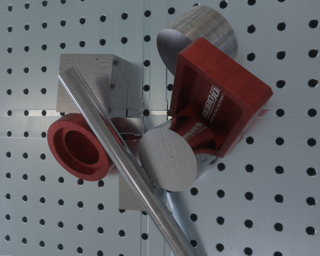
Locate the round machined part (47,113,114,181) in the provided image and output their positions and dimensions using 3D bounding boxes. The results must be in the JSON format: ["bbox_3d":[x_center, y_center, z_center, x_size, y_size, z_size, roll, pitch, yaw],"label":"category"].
[{"bbox_3d":[-0.101,0.022,0.424,0.098,0.042,0.097,14,126,20],"label":"round machined part"}]

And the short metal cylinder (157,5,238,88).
[{"bbox_3d":[0.042,-0.093,0.361,0.080,0.080,0.050,42,70,15],"label":"short metal cylinder"}]

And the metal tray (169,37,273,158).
[{"bbox_3d":[0.057,-0.026,0.339,0.090,0.130,0.030,41,70,15],"label":"metal tray"}]

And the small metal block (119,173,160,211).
[{"bbox_3d":[-0.028,0.085,0.422,0.050,0.025,0.050,-1,90,20],"label":"small metal block"}]

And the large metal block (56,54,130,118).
[{"bbox_3d":[-0.092,-0.058,0.431,0.080,0.050,0.079,5,91,20],"label":"large metal block"}]

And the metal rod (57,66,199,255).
[{"bbox_3d":[-0.031,0.060,0.381,0.025,0.025,0.299,-30,96,17],"label":"metal rod"}]

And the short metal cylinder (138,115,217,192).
[{"bbox_3d":[0.021,0.030,0.377,0.080,0.050,0.079,14,116,31],"label":"short metal cylinder"}]
